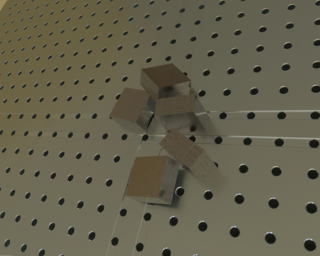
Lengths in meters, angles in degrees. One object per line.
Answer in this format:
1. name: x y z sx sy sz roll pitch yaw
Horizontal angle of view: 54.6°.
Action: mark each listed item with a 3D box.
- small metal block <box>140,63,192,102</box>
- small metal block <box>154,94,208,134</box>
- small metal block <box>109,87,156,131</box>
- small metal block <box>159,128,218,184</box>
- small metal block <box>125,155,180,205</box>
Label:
1. small metal block: 0.007 -0.063 0.428 0.050 0.025 0.050 -16 46 -26
2. small metal block: 0.028 -0.015 0.388 0.050 0.050 0.025 -6 59 25
3. small metal block: -0.037 -0.028 0.446 0.050 0.025 0.050 14 69 34
4. small metal block: 0.033 0.032 0.356 0.025 0.050 0.050 -48 52 -6
5. small metal block: -0.009 0.062 0.370 0.050 0.025 0.050 -7 58 39
